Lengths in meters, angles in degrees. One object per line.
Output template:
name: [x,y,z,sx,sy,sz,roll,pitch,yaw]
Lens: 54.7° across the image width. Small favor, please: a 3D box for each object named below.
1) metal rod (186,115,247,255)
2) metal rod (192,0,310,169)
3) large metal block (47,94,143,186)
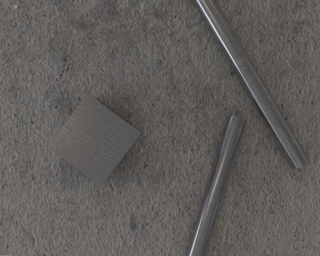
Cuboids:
metal rod: [0.059,0.130,0.410,0.025,0.025,0.298,17,90,0]
metal rod: [0.110,-0.080,0.410,0.025,0.025,0.299,-31,90,0]
large metal block: [-0.079,0.014,0.397,0.080,0.050,0.080,37,90,0]
